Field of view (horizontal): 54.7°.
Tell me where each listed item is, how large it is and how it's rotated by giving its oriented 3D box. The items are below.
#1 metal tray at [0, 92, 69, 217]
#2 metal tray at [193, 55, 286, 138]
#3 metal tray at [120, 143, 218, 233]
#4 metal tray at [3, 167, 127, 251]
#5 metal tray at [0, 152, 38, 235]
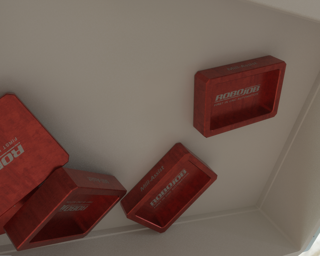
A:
[{"bbox_3d":[-0.170,0.037,0.305,0.130,0.030,0.090,-41,113,-14],"label":"metal tray"},{"bbox_3d":[0.112,-0.046,0.440,0.131,0.030,0.089,-16,125,-20],"label":"metal tray"},{"bbox_3d":[0.015,0.095,0.474,0.130,0.030,0.090,-47,130,4],"label":"metal tray"},{"bbox_3d":[-0.103,0.095,0.369,0.090,0.030,0.130,-47,158,3],"label":"metal tray"},{"bbox_3d":[-0.205,0.084,0.346,0.131,0.030,0.089,-14,125,-21],"label":"metal tray"}]
